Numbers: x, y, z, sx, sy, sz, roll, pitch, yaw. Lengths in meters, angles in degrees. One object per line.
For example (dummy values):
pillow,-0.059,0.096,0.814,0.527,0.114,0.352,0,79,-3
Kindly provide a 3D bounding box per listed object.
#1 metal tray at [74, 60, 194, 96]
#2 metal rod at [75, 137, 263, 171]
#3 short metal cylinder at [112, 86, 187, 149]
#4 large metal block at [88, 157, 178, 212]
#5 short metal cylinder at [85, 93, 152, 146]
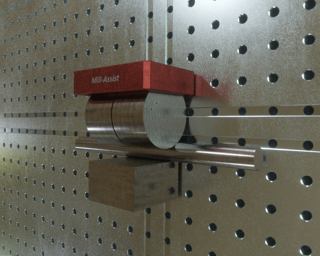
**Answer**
metal tray,-0.034,-0.056,0.390,0.130,0.091,0.030,2,91,40
metal rod,-0.014,0.029,0.415,0.300,0.025,0.025,2,91,40
short metal cylinder,-0.011,-0.016,0.379,0.050,0.081,0.079,2,92,40
large metal block,-0.033,0.067,0.395,0.080,0.081,0.050,1,91,40
short metal cylinder,-0.051,-0.016,0.412,0.050,0.081,0.079,1,91,40
